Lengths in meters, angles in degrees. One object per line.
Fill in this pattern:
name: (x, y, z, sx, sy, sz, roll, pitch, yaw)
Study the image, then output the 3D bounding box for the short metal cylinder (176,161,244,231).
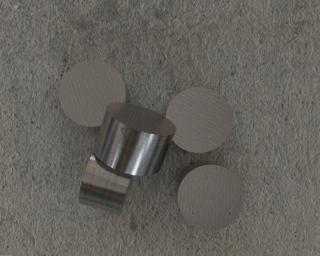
short metal cylinder: (0.061, 0.084, 0.398, 0.081, 0.050, 0.080, 0, 90, 0)

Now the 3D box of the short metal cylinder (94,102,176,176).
short metal cylinder: (-0.028, 0.011, 0.350, 0.080, 0.080, 0.050, 21, 109, 0)

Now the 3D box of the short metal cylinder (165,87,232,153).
short metal cylinder: (0.047, -0.010, 0.398, 0.081, 0.050, 0.080, 0, 90, 0)

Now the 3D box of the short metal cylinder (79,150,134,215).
short metal cylinder: (-0.061, 0.061, 0.382, 0.050, 0.080, 0.080, 17, 90, 0)

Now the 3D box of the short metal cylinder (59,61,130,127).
short metal cylinder: (-0.081, -0.041, 0.397, 0.081, 0.050, 0.080, 0, 90, 0)
